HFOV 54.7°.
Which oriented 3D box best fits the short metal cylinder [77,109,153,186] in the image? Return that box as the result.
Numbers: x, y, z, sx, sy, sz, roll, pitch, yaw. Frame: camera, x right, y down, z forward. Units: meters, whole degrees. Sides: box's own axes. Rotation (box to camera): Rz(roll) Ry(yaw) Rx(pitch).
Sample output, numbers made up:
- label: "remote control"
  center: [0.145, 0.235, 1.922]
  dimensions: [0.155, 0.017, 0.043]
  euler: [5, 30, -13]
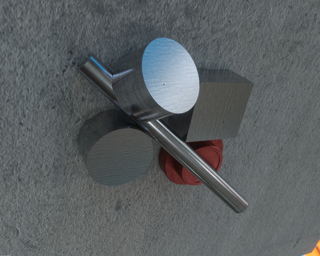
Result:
- label: "short metal cylinder"
  center: [-0.055, 0.023, 0.378]
  dimensions: [0.081, 0.050, 0.079]
  euler: [-14, 124, -21]

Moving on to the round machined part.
- label: "round machined part"
  center: [0.051, 0.045, 0.452]
  dimensions: [0.099, 0.042, 0.097]
  euler: [-14, 124, -21]

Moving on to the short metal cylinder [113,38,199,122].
- label: "short metal cylinder"
  center: [-0.003, -0.050, 0.335]
  dimensions: [0.081, 0.050, 0.080]
  euler: [11, 74, -40]

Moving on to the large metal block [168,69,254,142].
- label: "large metal block"
  center: [0.064, -0.031, 0.406]
  dimensions: [0.081, 0.050, 0.079]
  euler: [-3, 120, -27]

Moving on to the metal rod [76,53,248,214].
- label: "metal rod"
  center: [0.020, 0.023, 0.389]
  dimensions: [0.025, 0.025, 0.300]
  euler: [-45, 116, 3]
